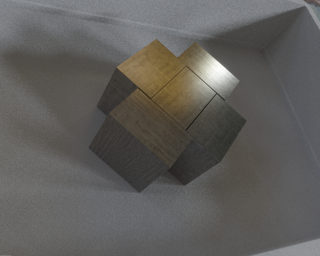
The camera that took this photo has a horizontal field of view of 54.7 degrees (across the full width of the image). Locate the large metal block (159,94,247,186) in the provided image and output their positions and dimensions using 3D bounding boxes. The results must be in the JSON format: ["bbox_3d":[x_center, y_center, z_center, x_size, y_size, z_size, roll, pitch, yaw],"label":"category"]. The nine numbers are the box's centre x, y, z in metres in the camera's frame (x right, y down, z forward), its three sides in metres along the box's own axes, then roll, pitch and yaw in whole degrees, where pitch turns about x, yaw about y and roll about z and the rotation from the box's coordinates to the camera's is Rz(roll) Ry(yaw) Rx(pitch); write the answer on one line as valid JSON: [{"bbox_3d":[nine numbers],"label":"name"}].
[{"bbox_3d":[0.051,0.016,0.389,0.050,0.080,0.080,43,51,0],"label":"large metal block"}]

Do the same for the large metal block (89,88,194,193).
[{"bbox_3d":[-0.024,0.017,0.348,0.080,0.080,0.050,42,51,0],"label":"large metal block"}]

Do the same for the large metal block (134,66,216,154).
[{"bbox_3d":[0.013,-0.019,0.389,0.050,0.080,0.080,43,51,0],"label":"large metal block"}]

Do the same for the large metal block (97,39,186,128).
[{"bbox_3d":[-0.024,-0.053,0.389,0.050,0.080,0.080,43,51,0],"label":"large metal block"}]

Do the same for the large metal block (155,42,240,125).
[{"bbox_3d":[0.048,-0.057,0.432,0.080,0.080,0.050,42,51,0],"label":"large metal block"}]
